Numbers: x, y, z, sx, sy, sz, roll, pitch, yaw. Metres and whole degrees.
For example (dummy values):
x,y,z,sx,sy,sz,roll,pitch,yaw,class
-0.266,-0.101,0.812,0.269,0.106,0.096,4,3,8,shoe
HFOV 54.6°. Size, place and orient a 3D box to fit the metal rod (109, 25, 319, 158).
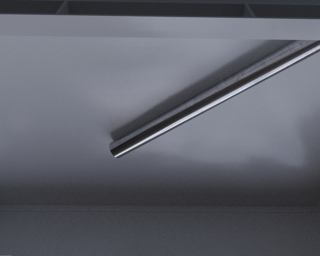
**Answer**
x,y,z,sx,sy,sz,roll,pitch,yaw,class
0.060,-0.035,0.378,0.300,0.025,0.025,-29,125,22,metal rod
